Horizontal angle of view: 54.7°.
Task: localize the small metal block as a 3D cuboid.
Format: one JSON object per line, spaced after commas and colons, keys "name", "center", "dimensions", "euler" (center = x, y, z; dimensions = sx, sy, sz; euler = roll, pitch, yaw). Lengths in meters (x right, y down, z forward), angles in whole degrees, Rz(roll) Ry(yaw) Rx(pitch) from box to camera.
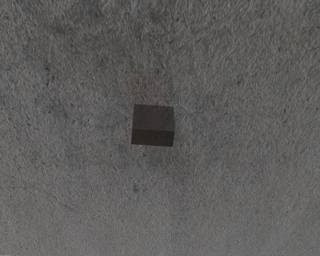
{"name": "small metal block", "center": [-0.009, -0.004, 0.388], "dimensions": [0.050, 0.050, 0.025], "euler": [4, 130, -4]}
